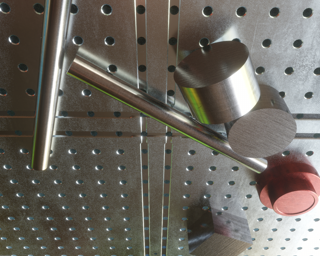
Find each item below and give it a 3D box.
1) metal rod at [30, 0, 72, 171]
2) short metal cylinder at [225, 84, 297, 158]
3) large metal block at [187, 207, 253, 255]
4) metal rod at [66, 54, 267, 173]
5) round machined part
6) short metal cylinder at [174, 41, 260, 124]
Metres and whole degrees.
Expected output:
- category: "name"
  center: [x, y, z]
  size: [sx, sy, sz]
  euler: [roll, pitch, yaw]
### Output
- category: "metal rod"
  center: [-0.130, -0.055, 0.363]
  size: [0.025, 0.025, 0.298]
  euler: [14, 129, -12]
- category: "short metal cylinder"
  center: [0.122, -0.008, 0.390]
  size: [0.081, 0.050, 0.079]
  euler: [0, 130, 0]
- category: "large metal block"
  center: [0.107, 0.198, 0.564]
  size: [0.080, 0.050, 0.080]
  euler: [22, 127, -18]
- category: "metal rod"
  center: [0.025, -0.008, 0.404]
  size: [0.301, 0.025, 0.025]
  euler: [27, 125, -22]
- category: "round machined part"
  center: [0.208, 0.103, 0.490]
  size: [0.099, 0.042, 0.097]
  euler: [0, 130, 0]
- category: "short metal cylinder"
  center: [0.061, -0.050, 0.334]
  size: [0.080, 0.080, 0.050]
  euler: [-19, 128, 15]
